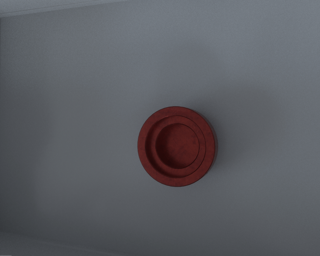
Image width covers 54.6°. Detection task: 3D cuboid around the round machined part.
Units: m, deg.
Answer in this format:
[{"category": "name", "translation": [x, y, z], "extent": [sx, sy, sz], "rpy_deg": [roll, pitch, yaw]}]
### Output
[{"category": "round machined part", "translation": [0.025, 0.022, 0.393], "extent": [0.098, 0.042, 0.097], "rpy_deg": [0, 90, 20]}]
